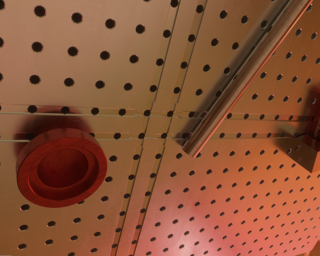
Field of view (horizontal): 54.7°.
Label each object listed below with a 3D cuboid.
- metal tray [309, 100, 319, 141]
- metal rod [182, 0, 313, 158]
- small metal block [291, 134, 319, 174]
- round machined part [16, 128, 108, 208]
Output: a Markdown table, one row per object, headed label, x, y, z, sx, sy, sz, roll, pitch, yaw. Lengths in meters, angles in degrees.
| label | x | y | z | sx | sy | sz | roll | pitch | yaw |
| --- | --- | --- | --- | --- | --- | --- | --- | --- | --- |
| metal tray | 0.330 | -0.011 | 0.582 | 0.091 | 0.030 | 0.129 | -13 | 124 | -22 |
| metal rod | 0.126 | -0.084 | 0.428 | 0.025 | 0.025 | 0.299 | 27 | 104 | -37 |
| small metal block | 0.277 | 0.047 | 0.576 | 0.025 | 0.050 | 0.050 | -16 | 125 | -19 |
| round machined part | -0.115 | 0.042 | 0.363 | 0.099 | 0.042 | 0.097 | -14 | 124 | -21 |
